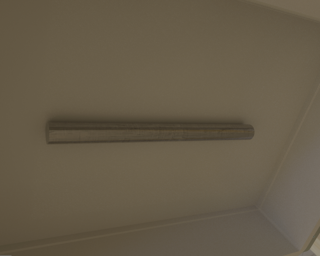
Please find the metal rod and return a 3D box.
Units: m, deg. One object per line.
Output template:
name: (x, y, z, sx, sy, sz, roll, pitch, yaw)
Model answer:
metal rod: (0.008, 0.006, 0.416, 0.303, 0.025, 0.025, 0, 118, -29)
